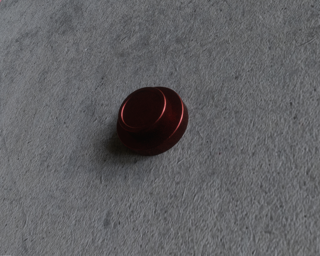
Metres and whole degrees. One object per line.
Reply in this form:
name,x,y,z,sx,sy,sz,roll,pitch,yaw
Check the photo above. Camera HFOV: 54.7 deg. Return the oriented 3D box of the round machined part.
round machined part,-0.016,-0.015,0.410,0.098,0.042,0.098,-13,56,20
